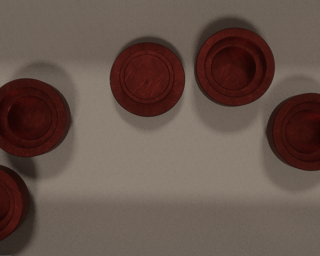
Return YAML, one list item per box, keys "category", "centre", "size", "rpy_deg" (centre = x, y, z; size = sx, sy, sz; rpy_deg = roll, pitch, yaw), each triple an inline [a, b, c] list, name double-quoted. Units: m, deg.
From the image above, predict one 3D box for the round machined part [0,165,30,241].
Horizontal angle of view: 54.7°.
- category: "round machined part"
  centre: [-0.217, 0.095, 0.400]
  size: [0.099, 0.042, 0.097]
  rpy_deg: [0, 90, -1]

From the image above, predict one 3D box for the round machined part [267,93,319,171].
- category: "round machined part"
  centre: [0.188, 0.005, 0.405]
  size: [0.099, 0.042, 0.097]
  rpy_deg: [0, 90, -1]

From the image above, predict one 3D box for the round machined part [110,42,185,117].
- category: "round machined part"
  centre: [-0.016, -0.063, 0.403]
  size: [0.099, 0.042, 0.097]
  rpy_deg: [0, 90, -1]

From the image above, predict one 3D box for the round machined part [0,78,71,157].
- category: "round machined part"
  centre: [-0.164, -0.013, 0.401]
  size: [0.099, 0.042, 0.097]
  rpy_deg: [0, 90, -1]

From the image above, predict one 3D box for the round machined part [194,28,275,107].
- category: "round machined part"
  centre: [0.093, -0.076, 0.404]
  size: [0.099, 0.042, 0.097]
  rpy_deg: [0, 90, -1]
